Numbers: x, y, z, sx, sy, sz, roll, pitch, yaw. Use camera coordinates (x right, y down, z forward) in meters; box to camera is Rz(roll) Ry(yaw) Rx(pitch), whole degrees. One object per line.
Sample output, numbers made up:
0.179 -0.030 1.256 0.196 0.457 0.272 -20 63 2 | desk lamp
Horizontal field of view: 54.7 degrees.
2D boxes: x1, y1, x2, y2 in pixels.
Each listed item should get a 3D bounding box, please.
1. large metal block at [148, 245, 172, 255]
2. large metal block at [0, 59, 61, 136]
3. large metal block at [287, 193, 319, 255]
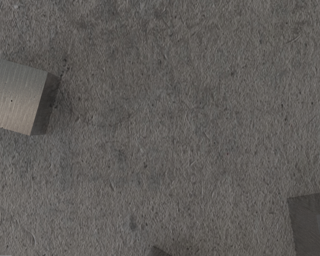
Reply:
0.006 0.214 0.398 0.080 0.050 0.080 29 90 0 | large metal block
-0.184 -0.040 0.396 0.080 0.050 0.080 16 90 0 | large metal block
0.205 0.132 0.384 0.050 0.080 0.080 -10 90 0 | large metal block
